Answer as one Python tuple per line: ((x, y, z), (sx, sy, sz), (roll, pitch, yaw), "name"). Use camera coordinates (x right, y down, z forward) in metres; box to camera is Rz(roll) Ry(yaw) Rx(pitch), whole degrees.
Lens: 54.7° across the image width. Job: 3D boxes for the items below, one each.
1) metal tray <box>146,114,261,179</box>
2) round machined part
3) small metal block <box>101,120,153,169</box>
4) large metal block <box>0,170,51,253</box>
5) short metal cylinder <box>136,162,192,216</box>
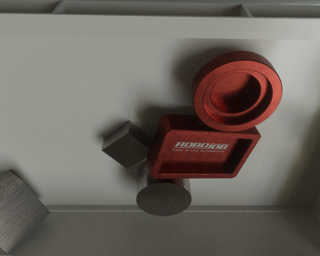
((0.056, 0.028, 0.413), (0.131, 0.030, 0.089), (3, 131, -19), "metal tray")
((0.086, -0.046, 0.361), (0.099, 0.042, 0.097), (-1, 130, 0), "round machined part")
((-0.044, 0.024, 0.429), (0.050, 0.025, 0.050), (-33, 123, 24), "small metal block")
((-0.229, 0.125, 0.467), (0.050, 0.080, 0.080), (20, 143, 38), "large metal block")
((0.006, 0.089, 0.469), (0.081, 0.050, 0.079), (0, 130, 0), "short metal cylinder")
